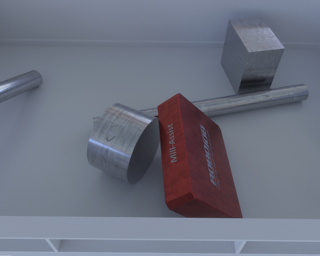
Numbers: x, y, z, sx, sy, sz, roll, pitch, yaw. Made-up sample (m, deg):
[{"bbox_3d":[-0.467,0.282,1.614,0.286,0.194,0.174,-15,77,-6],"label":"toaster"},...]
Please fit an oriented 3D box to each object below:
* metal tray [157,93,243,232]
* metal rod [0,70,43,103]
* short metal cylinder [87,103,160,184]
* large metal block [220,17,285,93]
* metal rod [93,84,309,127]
[{"bbox_3d":[0.041,0.035,0.335,0.030,0.090,0.130,-31,44,28],"label":"metal tray"},{"bbox_3d":[-0.236,-0.014,0.339,0.025,0.025,0.301,16,29,13],"label":"metal rod"},{"bbox_3d":[-0.038,0.017,0.354,0.050,0.080,0.080,22,53,17],"label":"short metal cylinder"},{"bbox_3d":[0.132,-0.106,0.460,0.050,0.080,0.080,-8,51,-7],"label":"large metal block"},{"bbox_3d":[0.062,-0.027,0.428,0.302,0.025,0.025,-10,51,-9],"label":"metal rod"}]
